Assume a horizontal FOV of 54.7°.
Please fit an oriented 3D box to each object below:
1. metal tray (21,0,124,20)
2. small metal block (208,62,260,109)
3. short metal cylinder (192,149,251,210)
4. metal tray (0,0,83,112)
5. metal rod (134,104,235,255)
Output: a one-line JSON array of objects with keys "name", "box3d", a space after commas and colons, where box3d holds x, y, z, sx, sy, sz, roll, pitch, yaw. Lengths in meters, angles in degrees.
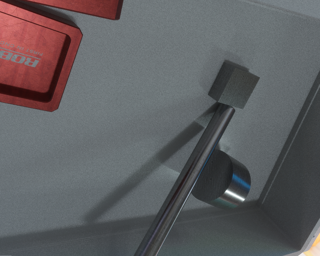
[{"name": "metal tray", "box3d": [-0.088, -0.114, 0.223, 0.091, 0.130, 0.030, 2, 118, -30]}, {"name": "small metal block", "box3d": [0.103, -0.058, 0.431, 0.050, 0.025, 0.050, 11, 112, -34]}, {"name": "short metal cylinder", "box3d": [0.090, 0.079, 0.473, 0.050, 0.080, 0.080, 31, 101, -38]}, {"name": "metal tray", "box3d": [-0.148, -0.072, 0.280, 0.131, 0.030, 0.089, 12, 112, -34]}, {"name": "metal rod", "box3d": [0.022, 0.093, 0.405, 0.025, 0.025, 0.300, 46, 68, -40]}]
